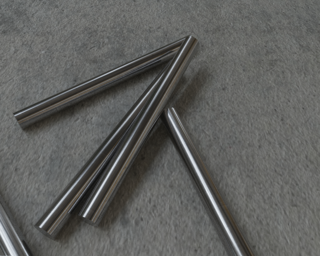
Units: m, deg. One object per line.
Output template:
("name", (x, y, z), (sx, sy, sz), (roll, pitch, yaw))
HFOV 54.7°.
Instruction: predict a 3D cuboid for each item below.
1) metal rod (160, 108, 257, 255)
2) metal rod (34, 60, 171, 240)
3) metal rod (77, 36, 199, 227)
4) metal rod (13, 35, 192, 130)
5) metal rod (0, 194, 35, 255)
("metal rod", (0.063, 0.089, 0.328), (0.025, 0.025, 0.300), (-16, 52, -13))
("metal rod", (-0.046, 0.004, 0.398), (0.025, 0.025, 0.301), (22, 53, 17))
("metal rod", (-0.013, -0.017, 0.398), (0.025, 0.025, 0.300), (19, 58, 15))
("metal rod", (-0.067, -0.077, 0.467), (0.302, 0.025, 0.025), (-30, 56, -23))
("metal rod", (-0.193, 0.071, 0.341), (0.025, 0.025, 0.300), (-33, 58, -25))
